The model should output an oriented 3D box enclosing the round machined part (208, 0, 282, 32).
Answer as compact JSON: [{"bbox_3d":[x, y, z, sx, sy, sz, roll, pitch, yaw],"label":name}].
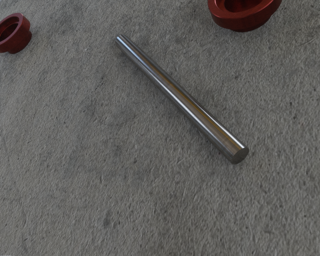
[{"bbox_3d":[0.121,-0.175,0.436,0.098,0.042,0.098,-13,56,20],"label":"round machined part"}]

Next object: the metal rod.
[{"bbox_3d":[0.012,-0.058,0.432,0.025,0.025,0.300,-41,51,0],"label":"metal rod"}]

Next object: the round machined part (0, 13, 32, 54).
[{"bbox_3d":[-0.326,-0.203,0.685,0.098,0.042,0.098,-13,56,20],"label":"round machined part"}]
